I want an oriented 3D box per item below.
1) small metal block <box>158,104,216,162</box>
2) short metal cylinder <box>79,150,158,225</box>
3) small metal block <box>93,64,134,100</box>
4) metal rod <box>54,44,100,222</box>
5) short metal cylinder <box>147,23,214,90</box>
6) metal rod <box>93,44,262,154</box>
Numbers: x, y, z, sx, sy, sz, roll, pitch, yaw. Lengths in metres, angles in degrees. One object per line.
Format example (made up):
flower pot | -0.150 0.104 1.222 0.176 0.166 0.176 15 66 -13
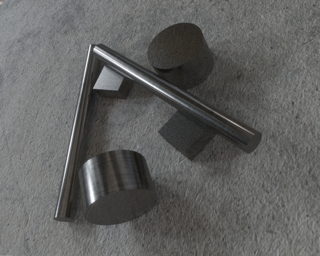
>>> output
small metal block | 0.035 0.005 0.383 0.050 0.025 0.050 -47 51 -5
short metal cylinder | -0.048 0.069 0.352 0.080 0.080 0.050 -28 52 10
small metal block | -0.069 -0.074 0.486 0.050 0.025 0.050 8 66 31
metal rod | -0.119 -0.011 0.473 0.025 0.025 0.299 -12 57 22
short metal cylinder | 0.029 -0.099 0.433 0.080 0.050 0.080 -13 56 21
metal rod | -0.001 -0.054 0.405 0.025 0.025 0.300 -49 52 -6
